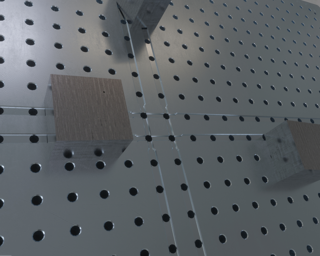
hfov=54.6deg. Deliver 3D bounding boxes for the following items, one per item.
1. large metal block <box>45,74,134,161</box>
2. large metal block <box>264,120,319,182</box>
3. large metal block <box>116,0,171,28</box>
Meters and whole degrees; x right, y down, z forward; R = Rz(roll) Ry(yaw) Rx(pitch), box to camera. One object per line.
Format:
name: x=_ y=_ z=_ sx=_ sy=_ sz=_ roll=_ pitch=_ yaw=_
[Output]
large metal block: x=-0.084 y=-0.011 z=0.354 sx=0.081 sy=0.050 sz=0.080 roll=0 pitch=62 yaw=-28
large metal block: x=0.223 y=0.038 z=0.488 sx=0.081 sy=0.050 sz=0.080 roll=6 pitch=59 yaw=-25
large metal block: x=-0.027 y=-0.218 z=0.491 sx=0.050 sy=0.080 sz=0.080 roll=-15 pitch=70 yaw=-34
